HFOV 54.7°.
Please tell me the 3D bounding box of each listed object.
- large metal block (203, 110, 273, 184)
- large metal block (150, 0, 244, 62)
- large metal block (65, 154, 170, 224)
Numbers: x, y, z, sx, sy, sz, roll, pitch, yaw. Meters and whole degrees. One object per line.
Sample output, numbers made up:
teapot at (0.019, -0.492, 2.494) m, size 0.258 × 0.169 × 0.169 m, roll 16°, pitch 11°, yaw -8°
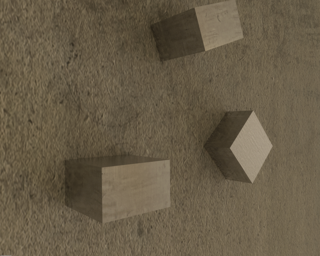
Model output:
large metal block at (0.127, 0.029, 0.494) m, size 0.080 × 0.050 × 0.080 m, roll -52°, pitch 120°, yaw -27°
large metal block at (0.049, -0.128, 0.409) m, size 0.081 × 0.080 × 0.050 m, roll -27°, pitch 107°, yaw -37°
large metal block at (-0.046, 0.059, 0.330) m, size 0.081 × 0.080 × 0.050 m, roll -1°, pitch 91°, yaw -40°
